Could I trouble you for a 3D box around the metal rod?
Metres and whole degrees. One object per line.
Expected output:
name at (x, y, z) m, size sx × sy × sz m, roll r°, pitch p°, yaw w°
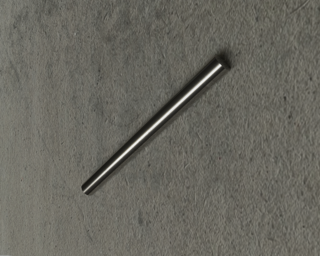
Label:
metal rod at (-0.023, 0.012, 0.427) m, size 0.299 × 0.025 × 0.025 m, roll -43°, pitch 64°, yaw 31°
